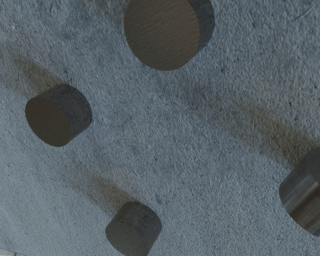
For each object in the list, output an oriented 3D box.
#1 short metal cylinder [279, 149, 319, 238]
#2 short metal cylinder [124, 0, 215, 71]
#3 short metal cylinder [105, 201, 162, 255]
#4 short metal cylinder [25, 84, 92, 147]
[{"bbox_3d":[0.174,0.068,0.321,0.080,0.080,0.050,30,128,9],"label":"short metal cylinder"},{"bbox_3d":[0.010,-0.105,0.320,0.080,0.050,0.079,13,124,21],"label":"short metal cylinder"},{"bbox_3d":[-0.044,0.171,0.520,0.080,0.050,0.079,13,124,21],"label":"short metal cylinder"},{"bbox_3d":[-0.149,-0.019,0.457,0.080,0.050,0.079,13,124,21],"label":"short metal cylinder"}]
